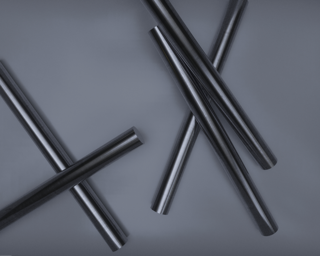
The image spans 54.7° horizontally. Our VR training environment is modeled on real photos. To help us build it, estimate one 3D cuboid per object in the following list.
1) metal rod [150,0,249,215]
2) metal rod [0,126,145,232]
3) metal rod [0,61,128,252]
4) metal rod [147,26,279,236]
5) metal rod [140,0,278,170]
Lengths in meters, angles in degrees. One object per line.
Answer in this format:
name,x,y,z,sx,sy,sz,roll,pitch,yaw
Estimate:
metal rod,0.052,-0.030,0.411,0.025,0.025,0.299,21,90,0
metal rod,-0.152,0.086,0.389,0.300,0.025,0.025,-31,90,8
metal rod,-0.140,0.034,0.410,0.025,0.025,0.299,-36,90,0
metal rod,0.071,0.008,0.391,0.025,0.025,0.299,-30,99,0
metal rod,0.055,-0.063,0.367,0.025,0.025,0.300,-39,108,0
